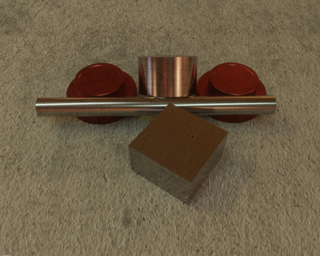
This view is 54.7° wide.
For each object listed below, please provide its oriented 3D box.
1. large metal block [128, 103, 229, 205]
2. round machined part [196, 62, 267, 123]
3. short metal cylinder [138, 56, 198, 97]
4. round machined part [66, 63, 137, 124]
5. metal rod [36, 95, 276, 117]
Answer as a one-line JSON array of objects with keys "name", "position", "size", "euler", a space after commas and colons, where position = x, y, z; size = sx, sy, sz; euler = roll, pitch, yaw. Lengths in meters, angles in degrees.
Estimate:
[{"name": "large metal block", "position": [0.022, 0.028, 0.363], "size": [0.080, 0.050, 0.080], "euler": [28, 56, 22]}, {"name": "round machined part", "position": [0.102, -0.056, 0.442], "size": [0.099, 0.042, 0.098], "euler": [0, 50, 0]}, {"name": "short metal cylinder", "position": [0.011, -0.073, 0.426], "size": [0.080, 0.050, 0.080], "euler": [0, 15, 0]}, {"name": "round machined part", "position": [-0.083, -0.055, 0.438], "size": [0.099, 0.042, 0.098], "euler": [0, 50, 0]}, {"name": "metal rod", "position": [-0.004, -0.028, 0.401], "size": [0.302, 0.025, 0.025], "euler": [-1, 50, -1]}]
